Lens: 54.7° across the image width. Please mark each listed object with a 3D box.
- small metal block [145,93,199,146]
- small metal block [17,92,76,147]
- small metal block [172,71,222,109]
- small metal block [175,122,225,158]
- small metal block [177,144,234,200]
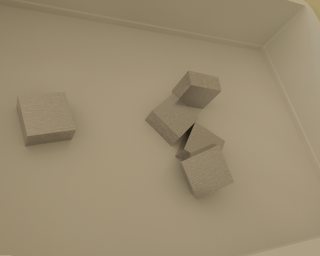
[{"bbox_3d":[0.017,-0.012,0.424,0.050,0.025,0.050,45,51,3],"label":"small metal block"},{"bbox_3d":[-0.127,-0.011,0.344,0.050,0.025,0.050,-9,66,-32],"label":"small metal block"},{"bbox_3d":[0.053,-0.054,0.453,0.050,0.050,0.025,7,59,-25],"label":"small metal block"},{"bbox_3d":[0.055,0.028,0.420,0.050,0.025,0.050,33,51,-8],"label":"small metal block"},{"bbox_3d":[0.056,0.053,0.383,0.050,0.025,0.050,-23,94,-8],"label":"small metal block"}]
